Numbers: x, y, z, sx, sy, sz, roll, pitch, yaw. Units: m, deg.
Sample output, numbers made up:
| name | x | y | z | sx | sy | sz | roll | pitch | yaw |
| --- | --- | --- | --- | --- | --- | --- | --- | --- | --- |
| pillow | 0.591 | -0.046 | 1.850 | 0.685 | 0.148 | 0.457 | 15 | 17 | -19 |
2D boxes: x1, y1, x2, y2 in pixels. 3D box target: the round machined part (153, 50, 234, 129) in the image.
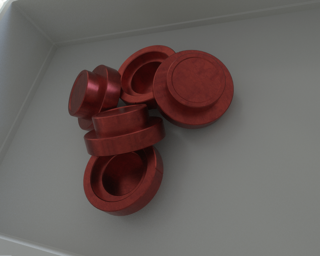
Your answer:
| name | x | y | z | sx | sy | sz | roll | pitch | yaw |
| --- | --- | --- | --- | --- | --- | --- | --- | --- | --- |
| round machined part | 0.041 | -0.051 | 0.374 | 0.099 | 0.042 | 0.098 | 1 | 76 | -3 |

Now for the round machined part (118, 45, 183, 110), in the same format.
| name | x | y | z | sx | sy | sz | roll | pitch | yaw |
| --- | --- | --- | --- | --- | --- | --- | --- | --- | --- |
| round machined part | -0.011 | -0.066 | 0.438 | 0.098 | 0.042 | 0.098 | -13 | 56 | 21 |

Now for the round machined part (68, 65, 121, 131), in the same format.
| name | x | y | z | sx | sy | sz | roll | pitch | yaw |
| --- | --- | --- | --- | --- | --- | --- | --- | --- | --- |
| round machined part | -0.099 | -0.045 | 0.444 | 0.098 | 0.042 | 0.098 | -29 | 53 | 48 |

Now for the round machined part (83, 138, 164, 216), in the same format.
| name | x | y | z | sx | sy | sz | roll | pitch | yaw |
| --- | --- | --- | --- | --- | --- | --- | --- | --- | --- |
| round machined part | -0.040 | 0.059 | 0.377 | 0.098 | 0.042 | 0.098 | -13 | 56 | 21 |

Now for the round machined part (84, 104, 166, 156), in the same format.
| name | x | y | z | sx | sy | sz | roll | pitch | yaw |
| --- | --- | --- | --- | --- | --- | --- | --- | --- | --- |
| round machined part | -0.045 | -0.002 | 0.381 | 0.098 | 0.098 | 0.042 | -6 | 103 | 25 |
